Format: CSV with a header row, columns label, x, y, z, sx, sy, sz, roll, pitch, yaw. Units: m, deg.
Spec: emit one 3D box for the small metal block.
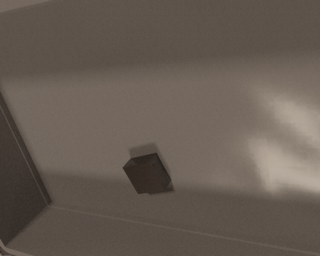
label,x,y,z,sx,sy,sz,roll,pitch,yaw
small metal block,-0.019,0.068,0.459,0.050,0.025,0.050,-16,111,34
